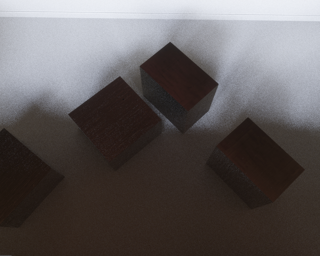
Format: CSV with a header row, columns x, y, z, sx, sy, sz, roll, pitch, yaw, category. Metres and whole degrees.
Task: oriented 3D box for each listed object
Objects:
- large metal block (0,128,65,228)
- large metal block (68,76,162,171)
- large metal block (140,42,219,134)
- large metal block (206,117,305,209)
x,y,z,sx,sy,sz,roll,pitch,yaw,category
-0.179,0.061,0.373,0.080,0.050,0.080,37,74,12,large metal block
-0.055,-0.005,0.398,0.080,0.050,0.080,-40,75,-13,large metal block
0.022,-0.048,0.398,0.050,0.080,0.080,-42,75,-14,large metal block
0.106,0.045,0.365,0.050,0.080,0.080,-40,75,-13,large metal block
